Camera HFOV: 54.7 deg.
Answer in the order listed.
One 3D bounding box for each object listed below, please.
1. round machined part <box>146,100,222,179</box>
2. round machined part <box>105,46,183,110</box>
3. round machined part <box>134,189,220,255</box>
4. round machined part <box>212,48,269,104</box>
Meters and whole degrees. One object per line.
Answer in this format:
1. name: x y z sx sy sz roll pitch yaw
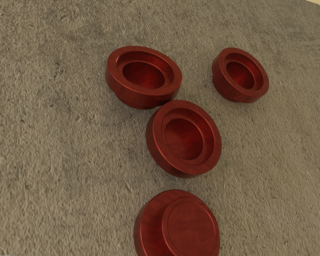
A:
1. round machined part: 0.026 0.017 0.393 0.099 0.042 0.098 13 61 -24
2. round machined part: -0.023 -0.062 0.409 0.099 0.042 0.098 11 46 -11
3. round machined part: 0.025 0.114 0.337 0.099 0.042 0.098 14 56 -21
4. round machined part: 0.127 -0.081 0.510 0.099 0.042 0.098 14 56 -21
